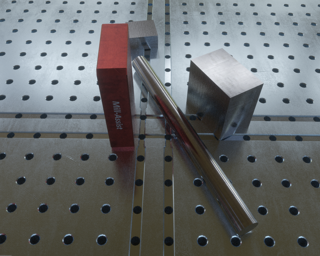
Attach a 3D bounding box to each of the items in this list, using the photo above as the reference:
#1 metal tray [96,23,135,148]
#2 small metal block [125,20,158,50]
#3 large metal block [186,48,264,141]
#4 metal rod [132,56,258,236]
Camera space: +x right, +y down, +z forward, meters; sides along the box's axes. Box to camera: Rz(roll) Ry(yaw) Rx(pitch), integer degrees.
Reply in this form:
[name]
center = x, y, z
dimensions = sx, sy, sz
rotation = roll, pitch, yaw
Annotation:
[metal tray]
center = -0.050, -0.048, 0.379
dimensions = 0.030, 0.129, 0.090
rotation = -2, 50, -2
[small metal block]
center = -0.032, -0.164, 0.545
dimensions = 0.050, 0.025, 0.050
rotation = -7, 51, -7
[large metal block]
center = 0.081, -0.045, 0.411
dimensions = 0.050, 0.080, 0.080
rotation = -24, 54, -19
[metal rod]
center = 0.029, 0.000, 0.407
dimensions = 0.025, 0.025, 0.300
rotation = -19, 53, -16
